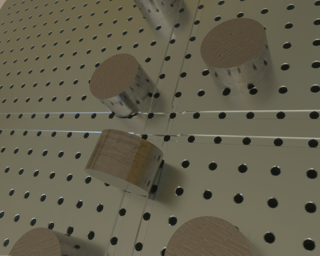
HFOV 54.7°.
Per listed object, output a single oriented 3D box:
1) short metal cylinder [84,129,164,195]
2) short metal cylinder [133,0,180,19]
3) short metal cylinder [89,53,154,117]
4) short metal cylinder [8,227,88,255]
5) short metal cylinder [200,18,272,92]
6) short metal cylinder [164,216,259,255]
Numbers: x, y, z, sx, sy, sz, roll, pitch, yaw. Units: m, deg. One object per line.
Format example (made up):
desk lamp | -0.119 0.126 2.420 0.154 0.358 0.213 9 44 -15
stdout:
short metal cylinder | -0.042 0.042 0.369 0.080 0.080 0.050 8 66 31
short metal cylinder | -0.009 -0.239 0.544 0.080 0.050 0.080 -13 56 21
short metal cylinder | -0.056 -0.063 0.461 0.080 0.050 0.080 -13 56 21
short metal cylinder | -0.132 0.163 0.362 0.080 0.050 0.080 -13 56 21
short metal cylinder | 0.098 -0.093 0.398 0.080 0.050 0.080 -13 56 21
short metal cylinder | 0.050 0.128 0.287 0.080 0.050 0.080 -13 56 21
